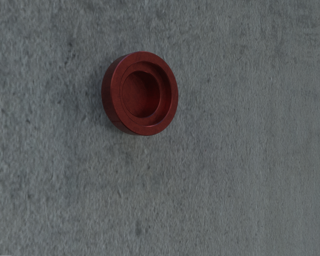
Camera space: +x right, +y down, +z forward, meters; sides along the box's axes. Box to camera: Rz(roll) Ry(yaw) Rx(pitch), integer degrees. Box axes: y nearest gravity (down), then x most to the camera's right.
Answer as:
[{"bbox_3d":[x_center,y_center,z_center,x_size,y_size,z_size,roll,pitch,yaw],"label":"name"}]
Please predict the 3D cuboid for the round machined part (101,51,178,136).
[{"bbox_3d":[-0.028,-0.040,0.372,0.099,0.042,0.097,0,90,-40],"label":"round machined part"}]
